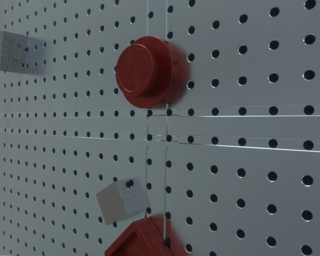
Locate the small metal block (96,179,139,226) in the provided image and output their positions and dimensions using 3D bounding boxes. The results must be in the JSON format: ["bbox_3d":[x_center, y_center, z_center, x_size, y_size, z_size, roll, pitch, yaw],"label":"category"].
[{"bbox_3d":[-0.064,0.111,0.463,0.050,0.025,0.050,-37,68,34],"label":"small metal block"}]

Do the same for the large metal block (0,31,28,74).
[{"bbox_3d":[-0.334,-0.164,0.669,0.080,0.050,0.079,16,100,39],"label":"large metal block"}]

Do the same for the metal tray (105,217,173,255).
[{"bbox_3d":[-0.015,0.201,0.418,0.090,0.030,0.130,-51,60,27],"label":"metal tray"}]

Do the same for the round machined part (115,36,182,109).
[{"bbox_3d":[-0.022,-0.075,0.416,0.098,0.042,0.097,0,90,40],"label":"round machined part"}]
